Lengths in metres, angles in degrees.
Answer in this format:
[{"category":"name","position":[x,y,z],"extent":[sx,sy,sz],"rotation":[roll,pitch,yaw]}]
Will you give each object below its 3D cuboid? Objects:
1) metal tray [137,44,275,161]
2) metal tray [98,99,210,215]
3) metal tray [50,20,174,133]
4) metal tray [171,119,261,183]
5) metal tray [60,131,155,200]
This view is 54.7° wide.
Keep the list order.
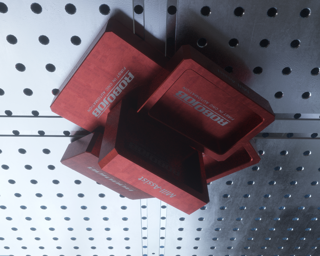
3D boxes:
[{"category":"metal tray","position":[0.051,-0.022,0.351],"extent":[0.131,0.030,0.090],"rotation":[29,124,-23]},{"category":"metal tray","position":[-0.003,0.033,0.357],"extent":[0.130,0.090,0.030],"rotation":[33,122,-25]},{"category":"metal tray","position":[-0.057,-0.048,0.365],"extent":[0.090,0.030,0.129],"rotation":[32,123,-25]},{"category":"metal tray","position":[0.063,0.036,0.438],"extent":[0.130,0.030,0.090],"rotation":[-27,126,20]},{"category":"metal tray","position":[-0.061,0.058,0.433],"extent":[0.130,0.030,0.090],"rotation":[35,147,-26]}]
